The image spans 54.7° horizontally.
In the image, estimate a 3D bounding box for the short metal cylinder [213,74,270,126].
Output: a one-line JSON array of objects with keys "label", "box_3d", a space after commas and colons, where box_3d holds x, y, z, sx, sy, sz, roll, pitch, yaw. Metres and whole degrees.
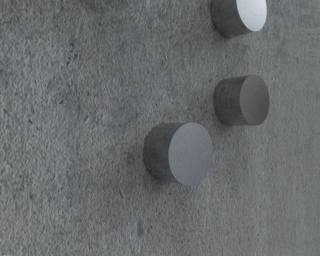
[{"label": "short metal cylinder", "box_3d": [0.132, -0.043, 0.499, 0.081, 0.050, 0.080, 0, 90, -40]}]

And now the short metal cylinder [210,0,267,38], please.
[{"label": "short metal cylinder", "box_3d": [0.125, -0.189, 0.493, 0.081, 0.050, 0.080, 0, 90, -40]}]

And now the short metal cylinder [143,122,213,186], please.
[{"label": "short metal cylinder", "box_3d": [0.025, 0.033, 0.409, 0.081, 0.050, 0.080, 0, 90, -40]}]
